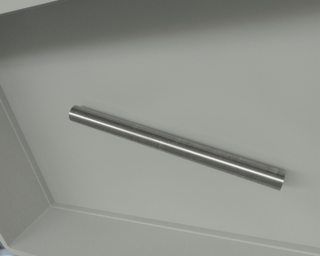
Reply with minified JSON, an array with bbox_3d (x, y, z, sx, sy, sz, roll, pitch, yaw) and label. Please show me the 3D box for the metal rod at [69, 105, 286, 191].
[{"bbox_3d":[0.009,0.020,0.415,0.301,0.025,0.025,17,125,18],"label":"metal rod"}]
